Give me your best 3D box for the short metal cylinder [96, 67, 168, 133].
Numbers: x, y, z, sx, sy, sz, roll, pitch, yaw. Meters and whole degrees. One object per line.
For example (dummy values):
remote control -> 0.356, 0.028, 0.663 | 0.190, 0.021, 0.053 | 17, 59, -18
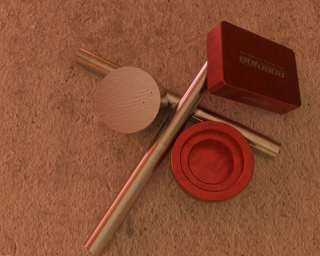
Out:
short metal cylinder -> -0.034, -0.034, 0.394 | 0.080, 0.050, 0.080 | 0, 90, 11

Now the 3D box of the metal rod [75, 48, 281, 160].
metal rod -> 0.018, -0.037, 0.424 | 0.301, 0.025, 0.025 | 27, 72, 9

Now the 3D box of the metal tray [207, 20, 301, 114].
metal tray -> 0.124, -0.076, 0.405 | 0.131, 0.030, 0.090 | 12, 68, -26

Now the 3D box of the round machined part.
round machined part -> 0.062, 0.044, 0.385 | 0.099, 0.042, 0.098 | 0, 70, 0

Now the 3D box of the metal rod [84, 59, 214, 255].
metal rod -> 0.004, 0.018, 0.384 | 0.025, 0.025, 0.300 | 32, 79, 11
